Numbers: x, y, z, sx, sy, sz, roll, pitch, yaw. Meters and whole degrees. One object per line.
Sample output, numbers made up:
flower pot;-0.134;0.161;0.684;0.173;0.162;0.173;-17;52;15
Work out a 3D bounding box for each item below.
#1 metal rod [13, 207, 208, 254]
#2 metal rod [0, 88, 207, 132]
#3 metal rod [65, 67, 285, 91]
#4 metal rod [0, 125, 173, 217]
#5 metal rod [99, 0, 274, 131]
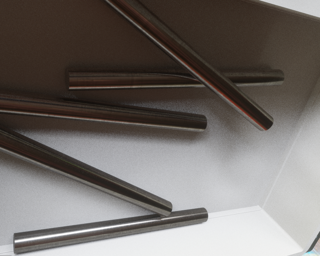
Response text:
metal rod;-0.055;0.150;0.471;0.303;0.025;0.025;1;118;-29
metal rod;-0.071;-0.018;0.358;0.302;0.025;0.025;5;116;-31
metal rod;0.038;-0.063;0.390;0.303;0.025;0.025;-5;121;-26
metal rod;-0.088;0.063;0.399;0.301;0.025;0.025;34;99;-39
metal rod;0.037;-0.076;0.355;0.301;0.025;0.025;32;100;-30
